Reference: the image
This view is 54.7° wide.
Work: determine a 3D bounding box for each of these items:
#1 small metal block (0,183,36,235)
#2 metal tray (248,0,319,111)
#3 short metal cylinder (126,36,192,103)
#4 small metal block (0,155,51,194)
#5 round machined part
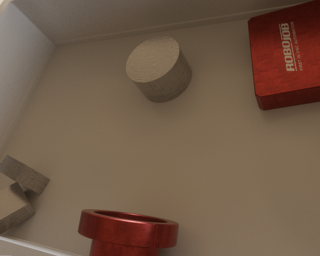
[{"bbox_3d":[-0.211,0.111,0.434,0.050,0.025,0.050,-30,47,-25],"label":"small metal block"},{"bbox_3d":[0.159,-0.089,0.374,0.090,0.030,0.130,-9,58,23],"label":"metal tray"},{"bbox_3d":[-0.001,-0.083,0.440,0.080,0.050,0.080,-13,56,20],"label":"short metal cylinder"},{"bbox_3d":[-0.197,0.067,0.448,0.050,0.050,0.025,16,67,34],"label":"small metal block"},{"bbox_3d":[-0.032,0.110,0.309,0.098,0.098,0.042,2,76,28],"label":"round machined part"}]
